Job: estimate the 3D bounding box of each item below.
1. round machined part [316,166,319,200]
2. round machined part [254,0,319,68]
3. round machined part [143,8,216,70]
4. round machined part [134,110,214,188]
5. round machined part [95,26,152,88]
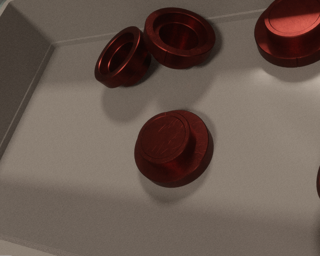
[{"bbox_3d":[0.164,0.039,0.246,0.042,0.098,0.098,23,70,1],"label":"round machined part"},{"bbox_3d":[0.166,-0.127,0.379,0.098,0.042,0.098,-11,63,22],"label":"round machined part"},{"bbox_3d":[0.025,-0.121,0.436,0.099,0.042,0.098,6,56,-9],"label":"round machined part"},{"bbox_3d":[0.011,0.019,0.376,0.098,0.042,0.098,-13,56,20],"label":"round machined part"},{"bbox_3d":[-0.051,-0.102,0.471,0.098,0.042,0.098,-27,46,32],"label":"round machined part"}]
